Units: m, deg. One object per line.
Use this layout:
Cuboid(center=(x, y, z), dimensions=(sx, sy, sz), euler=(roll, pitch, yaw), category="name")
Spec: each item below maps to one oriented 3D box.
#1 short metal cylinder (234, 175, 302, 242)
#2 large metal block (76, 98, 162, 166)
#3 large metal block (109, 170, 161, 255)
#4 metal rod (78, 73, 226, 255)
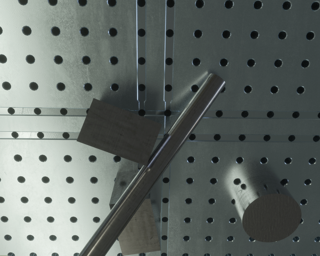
Cuboid(center=(0.152, 0.115, 0.445), dimensions=(0.081, 0.050, 0.079), euler=(0, 110, -1), category="short metal cylinder")
Cuboid(center=(-0.049, 0.005, 0.378), dimensions=(0.080, 0.080, 0.050), euler=(21, 87, -8), category="large metal block")
Cuboid(center=(-0.030, 0.112, 0.425), dimensions=(0.050, 0.080, 0.079), euler=(-9, 110, 3), category="large metal block")
Cuboid(center=(-0.014, 0.058, 0.367), dimensions=(0.025, 0.025, 0.300), euler=(39, 79, -13), category="metal rod")
